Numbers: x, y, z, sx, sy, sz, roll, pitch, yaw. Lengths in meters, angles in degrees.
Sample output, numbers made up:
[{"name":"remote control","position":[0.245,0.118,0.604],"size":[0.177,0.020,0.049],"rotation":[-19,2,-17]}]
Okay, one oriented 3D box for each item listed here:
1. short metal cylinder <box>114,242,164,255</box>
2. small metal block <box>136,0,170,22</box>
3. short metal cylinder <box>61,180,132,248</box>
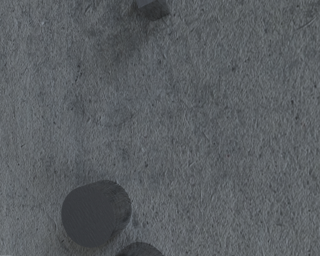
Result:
[{"name":"short metal cylinder","position":[-0.033,0.199,0.407],"size":[0.080,0.050,0.079],"rotation":[0,90,20]},{"name":"small metal block","position":[-0.014,-0.174,0.400],"size":[0.025,0.050,0.050],"rotation":[-19,84,19]},{"name":"short metal cylinder","position":[-0.086,0.115,0.426],"size":[0.080,0.050,0.079],"rotation":[0,90,20]}]
